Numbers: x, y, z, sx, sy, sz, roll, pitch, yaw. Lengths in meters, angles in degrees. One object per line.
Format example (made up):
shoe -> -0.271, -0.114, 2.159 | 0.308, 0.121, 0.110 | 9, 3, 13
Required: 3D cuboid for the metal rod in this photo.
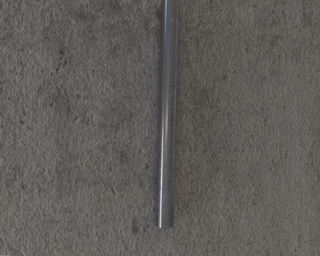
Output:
metal rod -> 0.010, -0.020, 0.412 | 0.025, 0.025, 0.298 | 2, 90, -20
